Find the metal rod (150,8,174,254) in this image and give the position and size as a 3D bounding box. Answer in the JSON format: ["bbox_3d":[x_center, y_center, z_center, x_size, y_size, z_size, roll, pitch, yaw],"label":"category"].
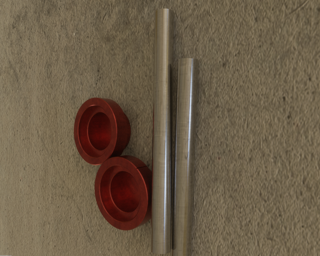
[{"bbox_3d":[0.003,0.000,0.387,0.025,0.025,0.298,-3,84,40],"label":"metal rod"}]

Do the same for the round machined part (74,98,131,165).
[{"bbox_3d":[-0.082,0.005,0.462,0.098,0.042,0.097,0,90,40],"label":"round machined part"}]

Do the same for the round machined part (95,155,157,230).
[{"bbox_3d":[-0.041,0.086,0.426,0.098,0.042,0.097,2,94,37],"label":"round machined part"}]

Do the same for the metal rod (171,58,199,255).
[{"bbox_3d":[0.029,0.066,0.380,0.025,0.025,0.298,3,92,40],"label":"metal rod"}]
